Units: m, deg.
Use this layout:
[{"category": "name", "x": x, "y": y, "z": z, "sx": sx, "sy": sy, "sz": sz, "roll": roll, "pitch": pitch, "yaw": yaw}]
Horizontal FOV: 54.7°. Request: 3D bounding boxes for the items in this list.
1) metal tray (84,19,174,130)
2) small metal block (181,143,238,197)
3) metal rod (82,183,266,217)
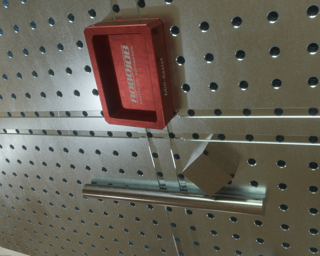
[{"category": "metal tray", "x": -0.036, "y": -0.064, "z": 0.386, "sx": 0.090, "sy": 0.030, "sz": 0.129, "roll": 6, "pitch": 121, "yaw": 25}, {"category": "small metal block", "x": 0.065, "y": 0.056, "z": 0.411, "sx": 0.050, "sy": 0.025, "sz": 0.050, "roll": 39, "pitch": 129, "yaw": 1}, {"category": "metal rod", "x": 0.004, "y": 0.107, "z": 0.475, "sx": 0.300, "sy": 0.025, "sz": 0.025, "roll": -2, "pitch": 118, "yaw": 29}]
